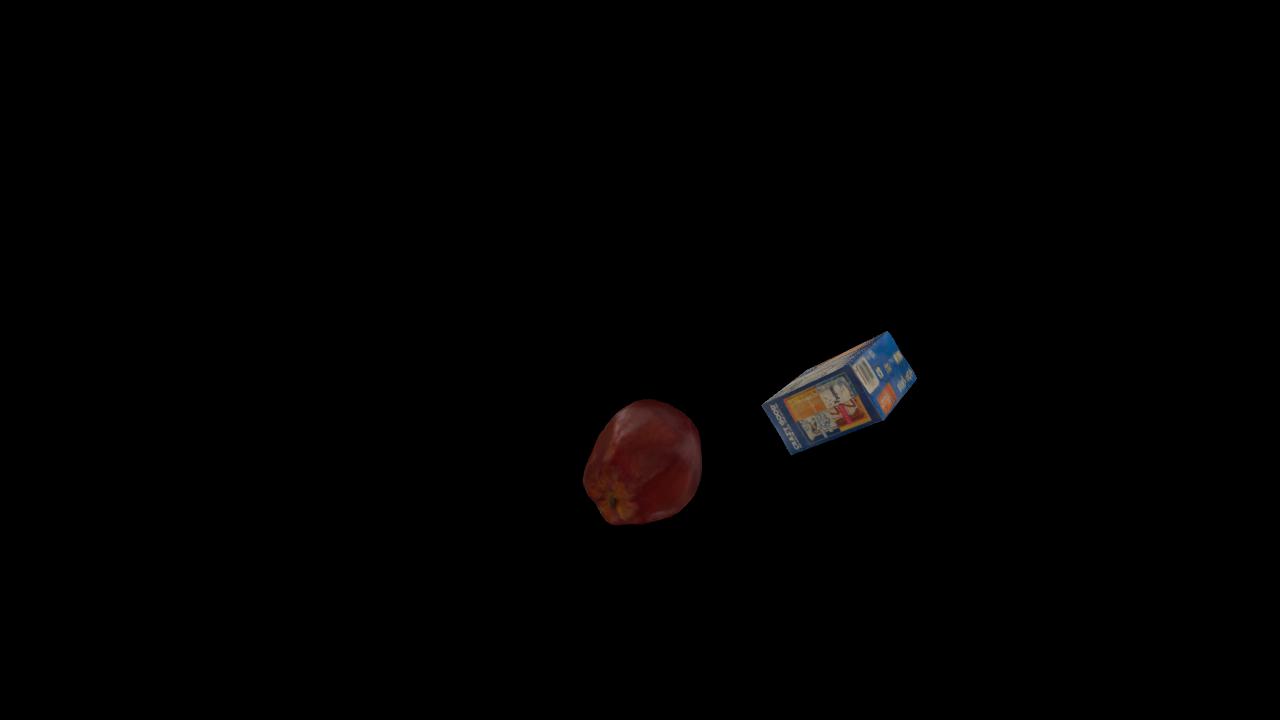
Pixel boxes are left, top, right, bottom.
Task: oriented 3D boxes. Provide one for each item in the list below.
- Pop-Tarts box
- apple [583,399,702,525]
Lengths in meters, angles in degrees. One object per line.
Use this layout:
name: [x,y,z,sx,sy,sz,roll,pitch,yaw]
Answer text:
Pop-Tarts box: [0.273,0.043,0.836,0.141,0.083,0.167,-32,-4,40]
apple: [0.004,0.072,0.426,0.079,0.079,0.093,0,23,27]
